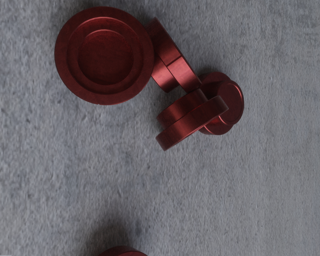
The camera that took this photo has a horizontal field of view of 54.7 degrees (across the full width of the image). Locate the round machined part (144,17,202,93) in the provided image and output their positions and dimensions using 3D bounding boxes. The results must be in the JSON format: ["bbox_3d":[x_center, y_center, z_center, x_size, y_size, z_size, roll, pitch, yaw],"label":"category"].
[{"bbox_3d":[0.007,-0.081,0.378,0.042,0.098,0.098,-34,120,12],"label":"round machined part"}]

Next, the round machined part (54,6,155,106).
[{"bbox_3d":[-0.057,-0.073,0.329,0.099,0.042,0.097,-1,95,-9],"label":"round machined part"}]

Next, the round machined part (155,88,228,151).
[{"bbox_3d":[0.035,-0.014,0.395,0.099,0.098,0.042,-30,84,-36],"label":"round machined part"}]

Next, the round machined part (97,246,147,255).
[{"bbox_3d":[-0.053,0.183,0.351,0.099,0.042,0.097,0,90,-40],"label":"round machined part"}]

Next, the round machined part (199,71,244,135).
[{"bbox_3d":[0.092,-0.038,0.473,0.099,0.042,0.097,0,90,-40],"label":"round machined part"}]
